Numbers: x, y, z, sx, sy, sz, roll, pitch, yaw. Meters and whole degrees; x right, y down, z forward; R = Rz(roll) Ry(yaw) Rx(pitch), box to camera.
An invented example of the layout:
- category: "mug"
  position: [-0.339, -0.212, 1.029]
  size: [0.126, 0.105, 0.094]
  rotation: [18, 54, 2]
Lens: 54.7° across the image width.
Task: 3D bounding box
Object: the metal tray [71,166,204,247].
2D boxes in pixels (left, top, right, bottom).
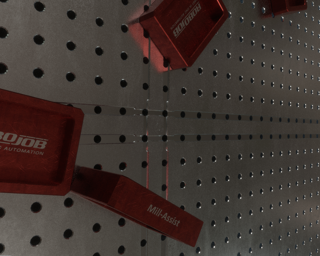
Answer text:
- category: "metal tray"
  position: [-0.025, 0.089, 0.348]
  size: [0.130, 0.090, 0.030]
  rotation: [38, 67, -34]

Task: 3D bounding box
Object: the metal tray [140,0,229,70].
- category: "metal tray"
  position: [0.040, -0.158, 0.440]
  size: [0.090, 0.030, 0.130]
  rotation: [51, 60, -28]

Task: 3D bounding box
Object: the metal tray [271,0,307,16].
- category: "metal tray"
  position: [0.254, -0.298, 0.621]
  size: [0.091, 0.030, 0.129]
  rotation: [-22, 104, -38]

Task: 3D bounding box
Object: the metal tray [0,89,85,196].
- category: "metal tray"
  position: [-0.143, 0.012, 0.286]
  size: [0.131, 0.030, 0.090]
  rotation: [14, 81, -39]
